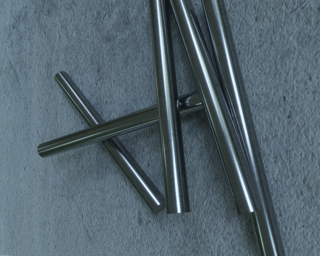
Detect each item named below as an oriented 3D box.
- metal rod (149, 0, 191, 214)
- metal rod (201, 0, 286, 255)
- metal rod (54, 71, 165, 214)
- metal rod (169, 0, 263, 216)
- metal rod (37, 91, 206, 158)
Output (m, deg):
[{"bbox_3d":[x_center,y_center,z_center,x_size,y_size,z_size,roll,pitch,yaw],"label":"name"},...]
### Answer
[{"bbox_3d":[0.007,-0.054,0.365,0.025,0.025,0.299,-19,67,38],"label":"metal rod"},{"bbox_3d":[0.086,-0.011,0.333,0.025,0.025,0.299,-18,79,38],"label":"metal rod"},{"bbox_3d":[-0.087,0.007,0.477,0.300,0.025,0.025,48,118,29],"label":"metal rod"},{"bbox_3d":[0.050,-0.057,0.341,0.025,0.025,0.299,-30,65,36],"label":"metal rod"},{"bbox_3d":[-0.065,0.000,0.432,0.300,0.025,0.025,-16,80,30],"label":"metal rod"}]
